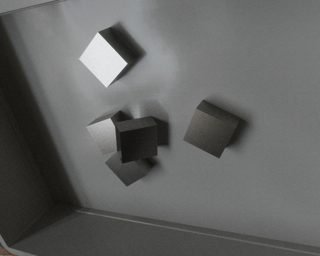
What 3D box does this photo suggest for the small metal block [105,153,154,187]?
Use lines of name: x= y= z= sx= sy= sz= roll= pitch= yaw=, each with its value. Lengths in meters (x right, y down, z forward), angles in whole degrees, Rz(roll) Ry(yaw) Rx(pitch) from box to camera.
small metal block: x=-0.046 y=0.054 z=0.467 sx=0.050 sy=0.025 sz=0.050 roll=49 pitch=129 yaw=-7

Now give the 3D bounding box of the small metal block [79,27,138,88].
small metal block: x=-0.065 y=-0.088 z=0.389 sx=0.050 sy=0.025 sz=0.050 roll=47 pitch=129 yaw=-5

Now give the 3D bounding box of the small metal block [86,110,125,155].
small metal block: x=-0.071 y=0.008 z=0.451 sx=0.050 sy=0.025 sz=0.050 roll=-16 pitch=110 yaw=34

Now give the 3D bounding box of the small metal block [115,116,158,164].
small metal block: x=-0.031 y=0.016 z=0.417 sx=0.025 sy=0.050 sz=0.050 roll=-127 pitch=31 yaw=-52

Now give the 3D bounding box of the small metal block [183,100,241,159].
small metal block: x=0.062 y=0.002 z=0.377 sx=0.050 sy=0.025 sz=0.050 roll=27 pitch=128 yaw=11
